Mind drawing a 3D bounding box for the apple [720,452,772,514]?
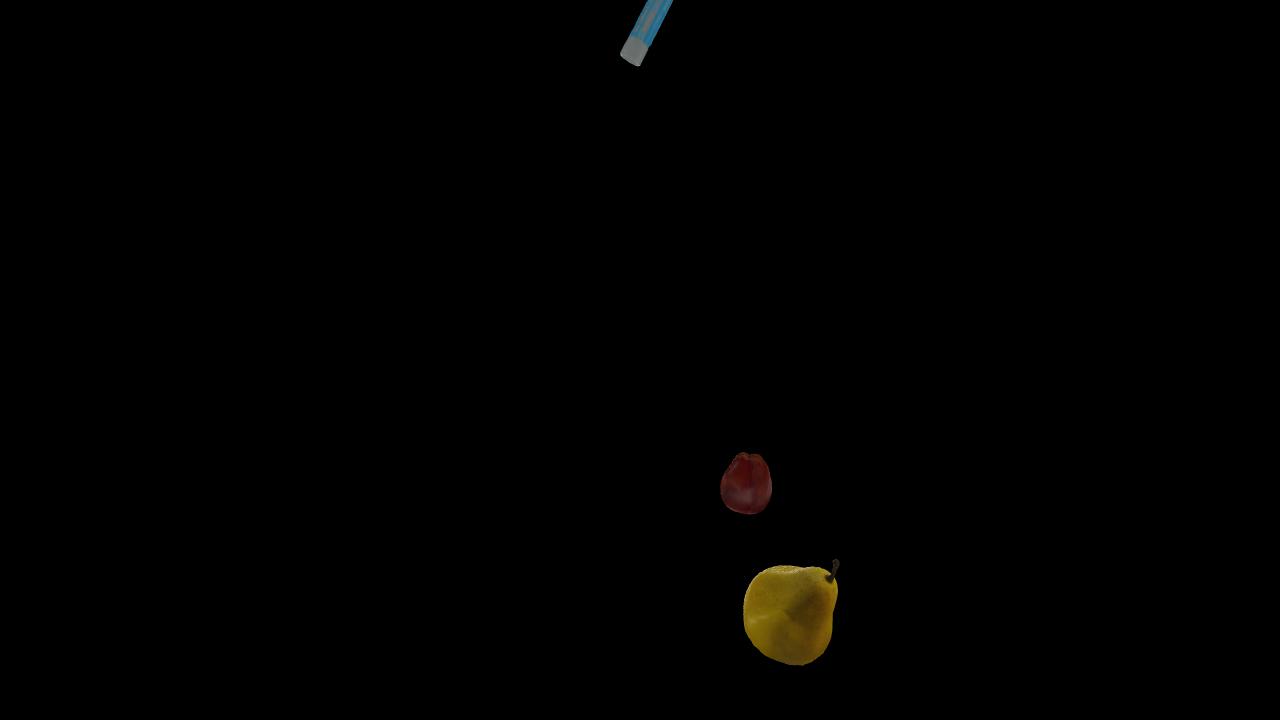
[{"bbox_3d":[0.162,0.191,0.943,0.079,0.093,0.079,7,14,-2],"label":"apple"}]

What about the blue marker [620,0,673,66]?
[{"bbox_3d":[0.021,-0.293,0.484,0.020,0.121,0.020,29,11,-6],"label":"blue marker"}]

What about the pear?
[{"bbox_3d":[0.135,0.202,0.505,0.080,0.080,0.111,0,-33,-28],"label":"pear"}]
